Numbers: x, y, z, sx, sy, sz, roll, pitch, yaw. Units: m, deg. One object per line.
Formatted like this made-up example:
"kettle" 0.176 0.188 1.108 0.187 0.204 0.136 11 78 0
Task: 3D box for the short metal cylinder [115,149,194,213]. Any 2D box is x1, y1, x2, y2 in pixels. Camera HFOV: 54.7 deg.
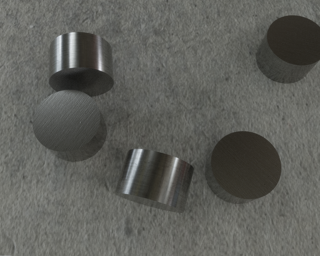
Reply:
"short metal cylinder" -0.006 0.062 0.356 0.080 0.080 0.050 14 71 5

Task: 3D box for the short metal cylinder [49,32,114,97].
"short metal cylinder" -0.103 -0.080 0.407 0.081 0.080 0.050 -5 70 -2

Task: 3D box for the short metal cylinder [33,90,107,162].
"short metal cylinder" -0.112 -0.002 0.394 0.081 0.050 0.080 0 70 0

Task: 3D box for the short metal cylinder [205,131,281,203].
"short metal cylinder" 0.099 0.049 0.378 0.081 0.050 0.080 0 70 0

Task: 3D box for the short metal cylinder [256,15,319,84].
"short metal cylinder" 0.183 -0.110 0.437 0.081 0.050 0.080 0 70 0
